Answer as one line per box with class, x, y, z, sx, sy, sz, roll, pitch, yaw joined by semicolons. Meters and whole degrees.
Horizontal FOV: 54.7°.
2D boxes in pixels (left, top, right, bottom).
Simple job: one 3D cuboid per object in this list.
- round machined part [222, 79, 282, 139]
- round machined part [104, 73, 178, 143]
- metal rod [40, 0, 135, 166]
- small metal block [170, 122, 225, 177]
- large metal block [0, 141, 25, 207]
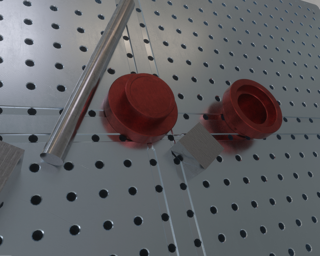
round machined part;0.139;-0.026;0.488;0.099;0.042;0.098;14;56;-21
round machined part;-0.020;-0.033;0.406;0.099;0.042;0.098;14;56;-21
metal rod;-0.083;-0.084;0.414;0.025;0.025;0.300;25;53;-13
small metal block;0.051;0.028;0.418;0.050;0.025;0.050;47;51;5
large metal block;-0.177;0.047;0.268;0.080;0.050;0.080;25;53;-13
